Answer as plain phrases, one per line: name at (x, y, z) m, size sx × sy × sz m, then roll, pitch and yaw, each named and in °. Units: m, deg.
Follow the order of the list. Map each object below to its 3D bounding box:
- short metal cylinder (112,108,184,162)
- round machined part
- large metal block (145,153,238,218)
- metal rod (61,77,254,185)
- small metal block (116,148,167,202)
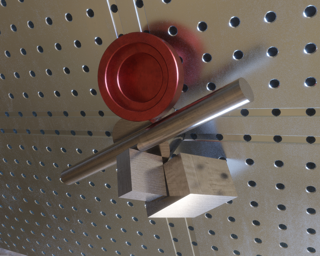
short metal cylinder at (-0.014, 0.009, 0.406) m, size 0.080 × 0.050 × 0.079 m, roll 13°, pitch 124°, yaw 20°
round machined part at (-0.019, -0.058, 0.358) m, size 0.098 × 0.042 × 0.097 m, roll 3°, pitch 97°, yaw 22°
large metal block at (0.036, 0.076, 0.393) m, size 0.081 × 0.050 × 0.080 m, roll 13°, pitch 142°, yaw -37°
metal rod at (-0.029, 0.019, 0.371) m, size 0.299 × 0.025 × 0.025 m, roll -27°, pitch 104°, yaw 37°
small metal block at (-0.022, 0.056, 0.361) m, size 0.050 × 0.050 × 0.025 m, roll 19°, pitch 142°, yaw -39°
